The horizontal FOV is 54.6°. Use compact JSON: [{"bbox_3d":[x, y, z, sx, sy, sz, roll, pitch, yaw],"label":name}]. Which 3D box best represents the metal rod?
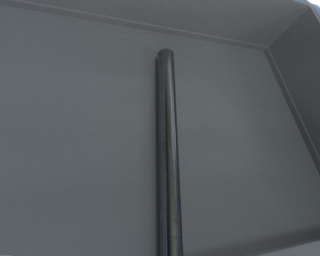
[{"bbox_3d":[0.011,0.015,0.401,0.025,0.025,0.300,13,56,-21],"label":"metal rod"}]
